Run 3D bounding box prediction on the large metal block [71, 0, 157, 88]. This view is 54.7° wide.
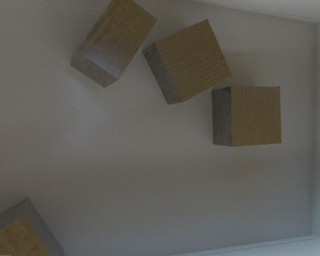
[{"bbox_3d":[-0.057,-0.098,0.361,0.050,0.080,0.080,34,79,-17],"label":"large metal block"}]

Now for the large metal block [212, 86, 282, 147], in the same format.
[{"bbox_3d":[0.124,-0.017,0.445,0.081,0.050,0.079,-2,91,-20],"label":"large metal block"}]

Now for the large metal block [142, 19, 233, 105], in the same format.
[{"bbox_3d":[0.036,-0.086,0.412,0.080,0.050,0.080,-29,100,-18],"label":"large metal block"}]

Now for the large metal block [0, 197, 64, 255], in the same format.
[{"bbox_3d":[-0.144,0.129,0.329,0.050,0.080,0.080,-32,101,-17],"label":"large metal block"}]
